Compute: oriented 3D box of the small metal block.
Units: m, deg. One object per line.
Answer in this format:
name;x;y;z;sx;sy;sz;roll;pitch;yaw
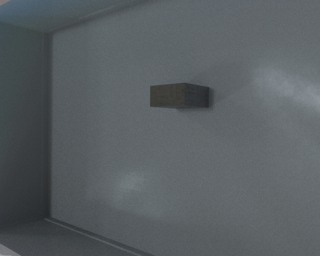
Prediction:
small metal block;0.024;-0.037;0.372;0.050;0.050;0.025;1;91;40
